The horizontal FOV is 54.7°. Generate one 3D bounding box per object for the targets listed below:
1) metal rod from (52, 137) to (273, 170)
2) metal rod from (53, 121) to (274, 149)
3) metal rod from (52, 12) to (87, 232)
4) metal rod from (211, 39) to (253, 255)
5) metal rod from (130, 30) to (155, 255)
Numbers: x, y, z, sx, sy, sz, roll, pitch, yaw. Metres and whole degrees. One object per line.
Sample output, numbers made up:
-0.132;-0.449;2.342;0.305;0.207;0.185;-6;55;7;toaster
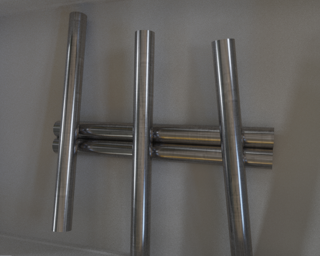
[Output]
-0.010;0.031;0.412;0.301;0.025;0.025;2;91;19;metal rod
-0.009;0.007;0.412;0.301;0.025;0.025;2;91;19;metal rod
-0.123;-0.014;0.426;0.025;0.025;0.298;-1;81;19;metal rod
0.086;0.052;0.355;0.025;0.025;0.298;-4;97;19;metal rod
-0.022;0.030;0.390;0.025;0.025;0.298;2;91;19;metal rod
